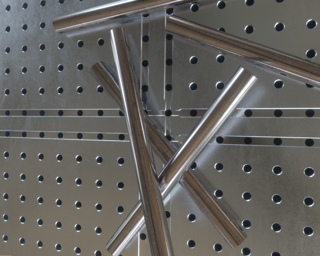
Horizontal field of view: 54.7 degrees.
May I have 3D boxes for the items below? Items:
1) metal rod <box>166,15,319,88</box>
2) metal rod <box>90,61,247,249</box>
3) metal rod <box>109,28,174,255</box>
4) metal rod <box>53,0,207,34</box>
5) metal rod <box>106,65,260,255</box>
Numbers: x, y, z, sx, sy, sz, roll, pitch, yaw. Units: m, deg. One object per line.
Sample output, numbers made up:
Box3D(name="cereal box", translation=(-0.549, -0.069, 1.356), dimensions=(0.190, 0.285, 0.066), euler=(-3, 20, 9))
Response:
Box3D(name="metal rod", translation=(0.144, -0.076, 0.361), dimensions=(0.301, 0.025, 0.025), euler=(25, 98, 17))
Box3D(name="metal rod", translation=(0.004, 0.026, 0.410), dimensions=(0.025, 0.025, 0.300), euler=(-43, 77, 15))
Box3D(name="metal rod", translation=(-0.027, 0.006, 0.387), dimensions=(0.025, 0.025, 0.299), euler=(-19, 71, 18))
Box3D(name="metal rod", translation=(-0.011, -0.168, 0.415), dimensions=(0.301, 0.025, 0.025), euler=(-6, 88, 19))
Box3D(name="metal rod", translation=(0.015, 0.055, 0.379), dimensions=(0.025, 0.025, 0.298), euler=(41, 113, 15))
